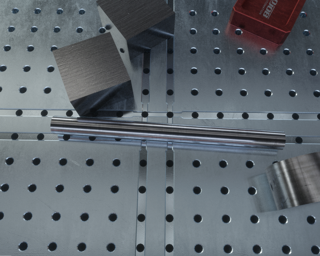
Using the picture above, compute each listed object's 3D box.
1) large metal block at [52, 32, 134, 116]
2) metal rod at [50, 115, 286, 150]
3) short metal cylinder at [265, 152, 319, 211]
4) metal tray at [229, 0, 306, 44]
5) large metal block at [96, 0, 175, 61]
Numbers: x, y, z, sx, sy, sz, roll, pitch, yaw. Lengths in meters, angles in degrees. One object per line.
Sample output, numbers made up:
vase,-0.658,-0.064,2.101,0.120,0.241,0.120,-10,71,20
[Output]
large metal block,-0.090,-0.073,0.424,0.080,0.050,0.080,-21,72,-8
metal rod,0.010,0.006,0.409,0.302,0.025,0.025,4,70,1
short metal cylinder,0.170,0.063,0.361,0.081,0.080,0.050,-10,71,-4
metal tray,0.177,-0.203,0.484,0.090,0.030,0.130,28,72,9
large metal block,-0.035,-0.161,0.457,0.080,0.050,0.080,-33,74,-11
